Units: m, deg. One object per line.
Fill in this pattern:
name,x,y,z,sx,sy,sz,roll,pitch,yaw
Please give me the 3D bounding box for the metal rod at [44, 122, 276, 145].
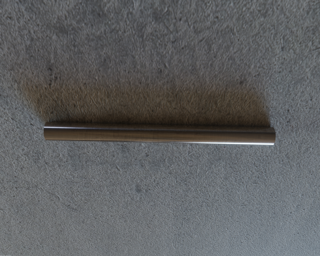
metal rod,0.001,0.008,0.415,0.302,0.025,0.025,1,130,-2
